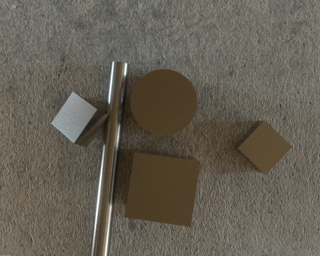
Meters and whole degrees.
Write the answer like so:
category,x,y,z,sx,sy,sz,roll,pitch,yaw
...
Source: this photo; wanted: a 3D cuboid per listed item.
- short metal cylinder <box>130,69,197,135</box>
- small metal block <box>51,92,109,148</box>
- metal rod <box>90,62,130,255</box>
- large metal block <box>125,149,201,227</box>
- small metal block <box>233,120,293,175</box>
category,x,y,z,sx,sy,sz,roll,pitch,yaw
short metal cylinder,0.005,-0.031,0.398,0.081,0.050,0.079,0,90,-1
small metal block,-0.103,-0.011,0.398,0.050,0.025,0.050,34,90,29
metal rod,-0.069,0.064,0.409,0.025,0.025,0.298,6,90,-1
large metal block,0.003,0.074,0.398,0.081,0.050,0.080,9,90,-1
small metal block,0.136,0.025,0.412,0.050,0.025,0.050,44,90,-1
